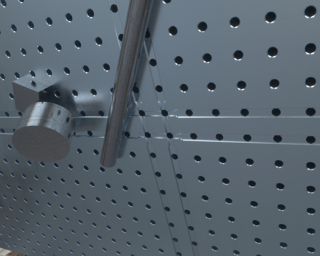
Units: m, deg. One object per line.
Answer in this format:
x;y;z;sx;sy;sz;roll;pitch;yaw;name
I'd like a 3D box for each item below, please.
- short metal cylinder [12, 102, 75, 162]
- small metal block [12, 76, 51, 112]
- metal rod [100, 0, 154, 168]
-0.173;0.007;0.467;0.081;0.050;0.079;-1;135;-1;short metal cylinder
-0.199;-0.047;0.484;0.050;0.025;0.050;21;126;15;small metal block
-0.045;-0.061;0.395;0.025;0.025;0.298;26;128;11;metal rod
